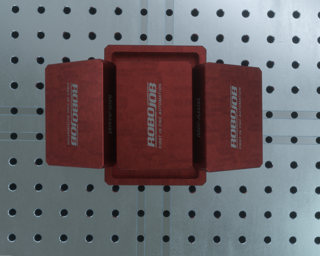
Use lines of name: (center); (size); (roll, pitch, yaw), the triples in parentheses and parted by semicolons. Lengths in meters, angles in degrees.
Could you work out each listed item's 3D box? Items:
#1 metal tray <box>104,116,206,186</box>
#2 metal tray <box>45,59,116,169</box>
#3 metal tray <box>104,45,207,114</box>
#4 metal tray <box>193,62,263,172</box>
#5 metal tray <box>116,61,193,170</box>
metal tray: (-0.006, 0.029, 0.411); (0.131, 0.030, 0.089); (0, 90, -1)
metal tray: (-0.101, -0.017, 0.392); (0.090, 0.030, 0.129); (0, 90, 25)
metal tray: (-0.006, -0.061, 0.410); (0.131, 0.030, 0.089); (0, 90, -1)
metal tray: (0.086, -0.013, 0.393); (0.091, 0.030, 0.129); (-1, 90, -28)
metal tray: (-0.006, -0.015, 0.380); (0.091, 0.030, 0.129); (0, 90, -1)
